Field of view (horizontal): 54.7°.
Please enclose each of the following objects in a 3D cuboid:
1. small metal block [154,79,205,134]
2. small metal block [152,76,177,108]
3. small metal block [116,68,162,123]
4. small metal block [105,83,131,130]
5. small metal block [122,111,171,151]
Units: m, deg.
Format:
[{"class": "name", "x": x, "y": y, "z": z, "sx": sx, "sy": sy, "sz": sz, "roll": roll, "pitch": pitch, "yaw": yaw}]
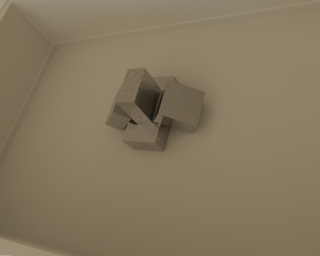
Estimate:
[{"class": "small metal block", "x": 0.025, "y": -0.027, "z": 0.392, "sx": 0.050, "sy": 0.025, "sz": 0.050, "roll": 19, "pitch": 67, "yaw": -7}, {"class": "small metal block", "x": -0.004, "y": -0.044, "z": 0.431, "sx": 0.050, "sy": 0.025, "sz": 0.050, "roll": 3, "pitch": 63, "yaw": 29}, {"class": "small metal block", "x": -0.025, "y": -0.040, "z": 0.392, "sx": 0.025, "sy": 0.050, "sz": 0.050, "roll": 1, "pitch": 62, "yaw": 28}, {"class": "small metal block", "x": -0.052, "y": -0.030, "z": 0.432, "sx": 0.050, "sy": 0.025, "sz": 0.050, "roll": 139, "pitch": 150, "yaw": -62}, {"class": "small metal block", "x": -0.016, "y": 0.001, "z": 0.411, "sx": 0.050, "sy": 0.025, "sz": 0.050, "roll": 3, "pitch": 63, "yaw": 29}]
